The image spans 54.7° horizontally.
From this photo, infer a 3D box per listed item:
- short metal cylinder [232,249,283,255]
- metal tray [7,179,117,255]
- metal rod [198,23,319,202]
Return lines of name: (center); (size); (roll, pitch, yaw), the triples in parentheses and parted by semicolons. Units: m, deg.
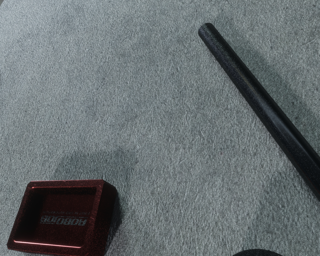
short metal cylinder: (0.087, 0.145, 0.253); (0.080, 0.050, 0.080); (-13, 56, 21)
metal tray: (-0.125, 0.114, 0.396); (0.130, 0.030, 0.090); (-6, 59, 25)
metal rod: (0.115, -0.035, 0.364); (0.025, 0.025, 0.300); (-30, 52, 9)
